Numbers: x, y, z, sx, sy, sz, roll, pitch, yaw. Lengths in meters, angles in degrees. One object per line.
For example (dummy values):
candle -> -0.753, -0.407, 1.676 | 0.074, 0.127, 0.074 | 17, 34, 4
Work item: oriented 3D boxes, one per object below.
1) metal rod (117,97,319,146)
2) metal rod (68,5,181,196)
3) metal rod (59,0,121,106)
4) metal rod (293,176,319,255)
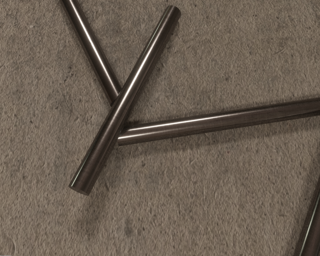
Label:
metal rod -> 0.094, -0.011, 0.413 | 0.302, 0.025, 0.025 | -9, 70, -4
metal rod -> -0.035, -0.054, 0.409 | 0.025, 0.025, 0.300 | 21, 64, 7
metal rod -> -0.122, -0.161, 0.465 | 0.025, 0.025, 0.299 | -25, 72, -9
metal rod -> 0.192, 0.094, 0.366 | 0.025, 0.025, 0.300 | 24, 75, 8
